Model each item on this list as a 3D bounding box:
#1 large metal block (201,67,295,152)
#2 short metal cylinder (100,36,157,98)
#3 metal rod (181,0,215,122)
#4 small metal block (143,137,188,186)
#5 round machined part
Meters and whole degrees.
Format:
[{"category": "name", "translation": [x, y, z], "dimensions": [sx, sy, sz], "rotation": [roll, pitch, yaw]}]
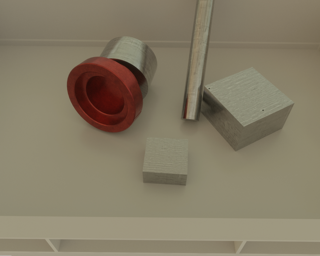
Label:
[{"category": "large metal block", "translation": [0.113, -0.027, 0.413], "dimensions": [0.081, 0.050, 0.080], "rotation": [-23, 54, -19]}, {"category": "short metal cylinder", "translation": [-0.049, -0.080, 0.436], "dimensions": [0.080, 0.080, 0.050], "rotation": [11, 51, 8]}, {"category": "metal rod", "translation": [0.061, -0.158, 0.432], "dimensions": [0.025, 0.025, 0.298], "rotation": [8, 85, 6]}, {"category": "small metal block", "translation": [0.007, 0.039, 0.372], "dimensions": [0.050, 0.025, 0.050], "rotation": [4, 50, 2]}, {"category": "round machined part", "translation": [-0.065, -0.046, 0.397], "dimensions": [0.098, 0.097, 0.042], "rotation": [19, 41, 15]}]
